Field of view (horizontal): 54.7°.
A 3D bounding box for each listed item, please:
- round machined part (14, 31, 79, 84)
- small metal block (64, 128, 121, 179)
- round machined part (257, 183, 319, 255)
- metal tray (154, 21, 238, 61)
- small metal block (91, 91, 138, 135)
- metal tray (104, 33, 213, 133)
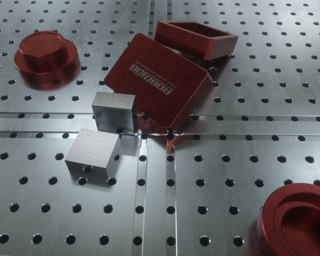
[{"bbox_3d":[-0.183,-0.119,0.495,0.099,0.042,0.098,0,50,0],"label":"round machined part"},{"bbox_3d":[-0.081,0.031,0.381,0.050,0.025,0.050,10,51,8],"label":"small metal block"},{"bbox_3d":[0.146,0.107,0.307,0.099,0.042,0.098,0,50,0],"label":"round machined part"},{"bbox_3d":[0.060,-0.141,0.486,0.090,0.030,0.131,26,28,20],"label":"metal tray"},{"bbox_3d":[-0.058,-0.019,0.407,0.050,0.050,0.025,6,51,5],"label":"small metal block"},{"bbox_3d":[-0.005,-0.065,0.429,0.130,0.030,0.090,37,92,26],"label":"metal tray"}]
